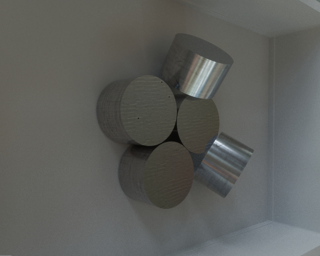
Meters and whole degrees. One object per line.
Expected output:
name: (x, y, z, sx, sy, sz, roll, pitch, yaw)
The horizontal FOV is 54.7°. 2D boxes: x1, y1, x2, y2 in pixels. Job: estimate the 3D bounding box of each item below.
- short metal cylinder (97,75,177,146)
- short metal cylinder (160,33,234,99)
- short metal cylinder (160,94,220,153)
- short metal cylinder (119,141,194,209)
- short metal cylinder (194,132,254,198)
short metal cylinder: (-0.026, -0.020, 0.367, 0.081, 0.050, 0.079, 0, 90, -40)
short metal cylinder: (0.047, -0.081, 0.400, 0.081, 0.080, 0.050, -4, 131, -40)
short metal cylinder: (0.035, -0.007, 0.419, 0.081, 0.050, 0.079, 0, 90, -40)
short metal cylinder: (-0.004, 0.056, 0.387, 0.081, 0.050, 0.079, 0, 90, -40)
short metal cylinder: (0.090, 0.052, 0.439, 0.080, 0.050, 0.080, -54, 166, -20)
